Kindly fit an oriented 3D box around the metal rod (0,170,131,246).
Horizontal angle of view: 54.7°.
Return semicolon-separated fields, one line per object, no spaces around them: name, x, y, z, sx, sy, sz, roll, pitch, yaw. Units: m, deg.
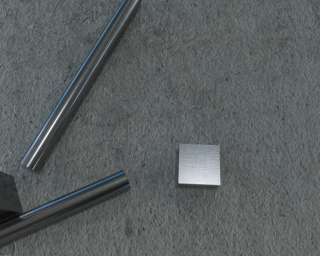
metal rod;-0.178;0.121;0.361;0.302;0.025;0.025;-23;72;-9

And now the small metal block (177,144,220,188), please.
small metal block;0.048;0.048;0.391;0.050;0.025;0.050;3;70;0

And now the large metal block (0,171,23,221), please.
large metal block;-0.215;0.085;0.345;0.080;0.080;0.050;-22;72;-8

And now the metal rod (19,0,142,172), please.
metal rod;-0.101;-0.078;0.435;0.025;0.025;0.300;24;71;8
